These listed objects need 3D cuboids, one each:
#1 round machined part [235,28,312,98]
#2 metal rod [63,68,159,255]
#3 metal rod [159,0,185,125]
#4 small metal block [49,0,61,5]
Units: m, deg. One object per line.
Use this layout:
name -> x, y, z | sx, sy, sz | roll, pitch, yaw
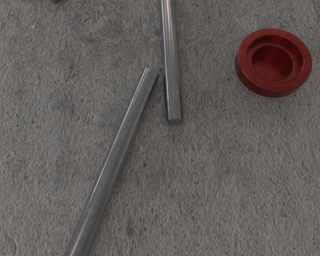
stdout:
round machined part -> 0.153, -0.086, 0.432 | 0.099, 0.042, 0.098 | 0, 70, 0
metal rod -> -0.063, 0.055, 0.387 | 0.025, 0.025, 0.300 | 18, 71, 6
metal rod -> 0.013, -0.148, 0.462 | 0.025, 0.025, 0.299 | -2, 70, -1
small metal block -> -0.171, -0.233, 0.492 | 0.050, 0.025, 0.050 | 33, 73, 11
